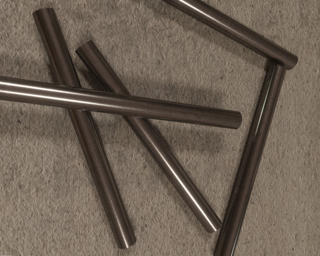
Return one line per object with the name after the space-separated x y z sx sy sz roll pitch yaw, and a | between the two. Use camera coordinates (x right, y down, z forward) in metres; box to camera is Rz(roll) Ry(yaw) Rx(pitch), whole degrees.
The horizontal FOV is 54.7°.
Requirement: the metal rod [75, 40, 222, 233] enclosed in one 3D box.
-0.008 0.020 0.407 0.025 0.025 0.299 -39 103 -16 | metal rod

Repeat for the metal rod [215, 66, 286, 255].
0.135 0.050 0.460 0.025 0.025 0.299 20 83 -19 | metal rod

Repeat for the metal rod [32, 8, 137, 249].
-0.088 0.006 0.376 0.025 0.025 0.298 -21 97 -19 | metal rod

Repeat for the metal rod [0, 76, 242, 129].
-0.036 -0.027 0.368 0.302 0.025 0.025 7 88 -21 | metal rod

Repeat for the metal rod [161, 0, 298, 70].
0.075 -0.155 0.437 0.302 0.025 0.025 22 83 -19 | metal rod
